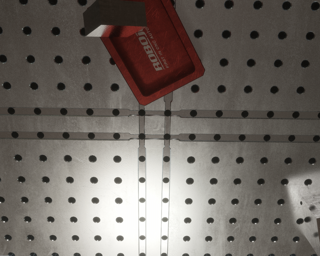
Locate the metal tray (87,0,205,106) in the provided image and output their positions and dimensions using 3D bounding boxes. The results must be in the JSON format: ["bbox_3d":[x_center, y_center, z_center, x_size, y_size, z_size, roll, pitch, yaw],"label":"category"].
[{"bbox_3d":[-0.014,-0.103,0.372,0.090,0.030,0.130,-27,108,9],"label":"metal tray"}]

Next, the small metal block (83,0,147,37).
[{"bbox_3d":[-0.049,-0.116,0.331,0.050,0.050,0.025,-9,96,-30],"label":"small metal block"}]

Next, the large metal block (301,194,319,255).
[{"bbox_3d":[0.263,0.140,0.456,0.080,0.050,0.080,-15,110,5],"label":"large metal block"}]
